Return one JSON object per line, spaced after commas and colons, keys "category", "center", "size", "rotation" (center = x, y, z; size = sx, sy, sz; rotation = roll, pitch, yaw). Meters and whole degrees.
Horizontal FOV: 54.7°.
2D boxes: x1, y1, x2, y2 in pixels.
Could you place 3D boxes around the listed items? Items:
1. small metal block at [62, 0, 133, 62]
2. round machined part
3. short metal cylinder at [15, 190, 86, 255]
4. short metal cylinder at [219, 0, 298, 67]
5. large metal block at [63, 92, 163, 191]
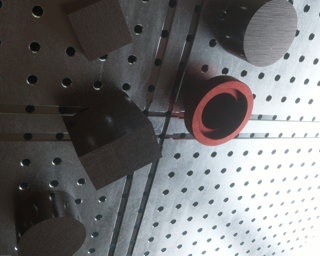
{"category": "small metal block", "center": [-0.062, -0.103, 0.314], "size": [0.050, 0.025, 0.050], "rotation": [-28, 128, -11]}
{"category": "round machined part", "center": [0.076, -0.027, 0.427], "size": [0.099, 0.042, 0.097], "rotation": [-14, 125, -21]}
{"category": "short metal cylinder", "center": [-0.141, 0.128, 0.398], "size": [0.081, 0.050, 0.079], "rotation": [-14, 124, -21]}
{"category": "short metal cylinder", "center": [0.122, -0.123, 0.388], "size": [0.081, 0.050, 0.079], "rotation": [-14, 124, -21]}
{"category": "large metal block", "center": [-0.055, 0.012, 0.354], "size": [0.080, 0.080, 0.050], "rotation": [-26, 128, -13]}
